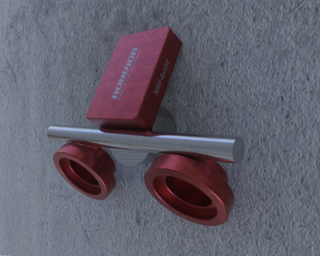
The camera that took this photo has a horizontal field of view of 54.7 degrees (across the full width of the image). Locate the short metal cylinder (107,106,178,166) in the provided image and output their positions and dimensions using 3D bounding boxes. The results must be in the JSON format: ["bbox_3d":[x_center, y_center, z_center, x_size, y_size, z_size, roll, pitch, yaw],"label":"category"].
[{"bbox_3d":[-0.024,0.008,0.408,0.080,0.050,0.079,0,90,39],"label":"short metal cylinder"}]

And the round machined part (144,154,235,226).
[{"bbox_3d":[0.035,0.061,0.342,0.098,0.042,0.097,22,144,18],"label":"round machined part"}]

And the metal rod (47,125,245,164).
[{"bbox_3d":[-0.044,0.014,0.377,0.300,0.025,0.025,3,92,39],"label":"metal rod"}]

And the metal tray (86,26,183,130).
[{"bbox_3d":[-0.033,-0.062,0.393,0.090,0.030,0.130,3,66,39],"label":"metal tray"}]

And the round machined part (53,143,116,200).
[{"bbox_3d":[-0.105,0.058,0.459,0.098,0.042,0.097,22,140,20],"label":"round machined part"}]
